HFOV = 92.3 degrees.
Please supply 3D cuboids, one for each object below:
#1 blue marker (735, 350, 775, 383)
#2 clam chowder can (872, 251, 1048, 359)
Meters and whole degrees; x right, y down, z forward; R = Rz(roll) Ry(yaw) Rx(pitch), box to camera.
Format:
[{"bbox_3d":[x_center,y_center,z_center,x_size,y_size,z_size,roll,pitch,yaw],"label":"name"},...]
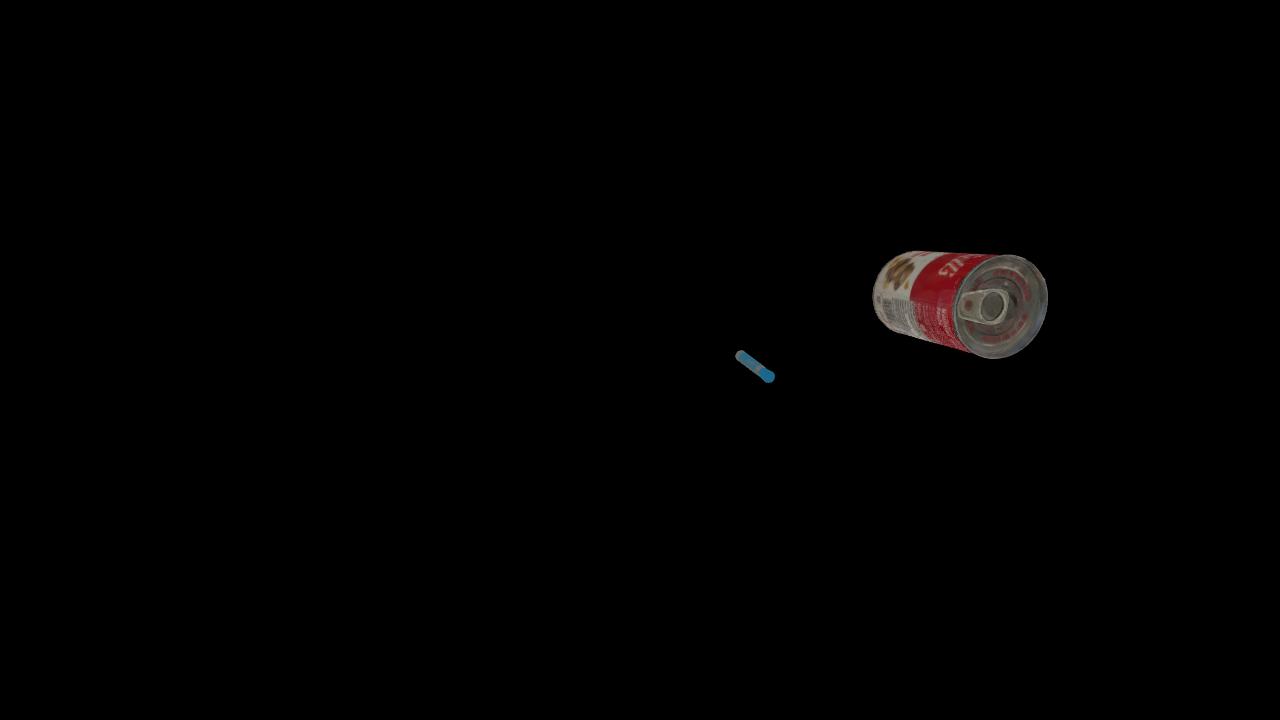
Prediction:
[{"bbox_3d":[0.180,0.010,0.965,0.020,0.020,0.121,0,17,-14],"label":"blue marker"},{"bbox_3d":[0.223,-0.043,0.441,0.068,0.068,0.102,0,11,-10],"label":"clam chowder can"}]
